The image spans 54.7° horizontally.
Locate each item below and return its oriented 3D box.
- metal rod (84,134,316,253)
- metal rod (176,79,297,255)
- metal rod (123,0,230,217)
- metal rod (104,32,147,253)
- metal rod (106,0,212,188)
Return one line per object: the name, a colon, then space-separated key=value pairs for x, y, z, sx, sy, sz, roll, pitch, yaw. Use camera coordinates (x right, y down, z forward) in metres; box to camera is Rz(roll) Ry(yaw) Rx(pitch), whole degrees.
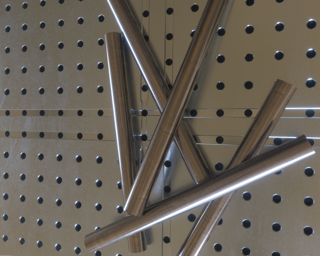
metal rod: x=0.033 y=0.086 z=0.372 sx=0.300 sy=0.025 sz=0.025 roll=-29 pitch=81 yaw=17
metal rod: x=0.080 y=0.079 z=0.384 sx=0.025 sy=0.025 sz=0.298 roll=30 pitch=100 yaw=17
metal rod: x=0.023 y=-0.036 z=0.380 sx=0.025 sy=0.025 sz=0.299 roll=22 pitch=88 yaw=18
metal rod: x=-0.048 y=0.018 z=0.428 sx=0.025 sy=0.025 sz=0.298 roll=-8 pitch=87 yaw=19
metal rod: x=-0.005 y=-0.059 z=0.413 sx=0.025 sy=0.025 sz=0.299 roll=-28 pitch=81 yaw=17
